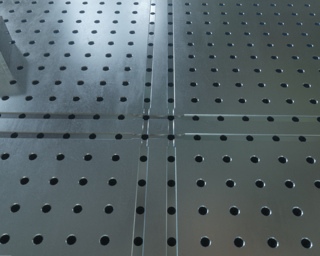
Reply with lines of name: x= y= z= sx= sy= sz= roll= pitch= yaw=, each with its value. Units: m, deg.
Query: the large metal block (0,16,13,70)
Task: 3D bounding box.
large metal block: x=-0.293 y=-0.134 z=0.503 sx=0.081 sy=0.050 sz=0.080 roll=-10 pitch=51 yaw=-8
